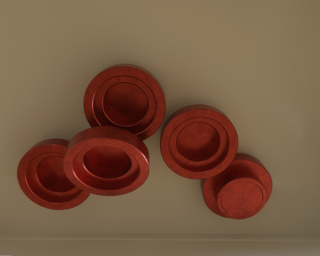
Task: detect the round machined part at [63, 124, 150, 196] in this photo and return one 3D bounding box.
[{"bbox_3d":[-0.062,0.035,0.371,0.099,0.042,0.097,-1,130,-1],"label":"round machined part"}]

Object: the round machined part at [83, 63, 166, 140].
[{"bbox_3d":[-0.042,-0.032,0.390,0.099,0.042,0.097,0,110,-1],"label":"round machined part"}]

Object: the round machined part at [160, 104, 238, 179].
[{"bbox_3d":[0.049,0.015,0.409,0.099,0.042,0.097,0,110,-1],"label":"round machined part"}]

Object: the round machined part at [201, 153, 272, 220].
[{"bbox_3d":[0.109,0.088,0.434,0.099,0.042,0.097,-1,112,-3],"label":"round machined part"}]

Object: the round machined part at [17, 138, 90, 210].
[{"bbox_3d":[-0.136,0.059,0.422,0.099,0.042,0.097,0,110,-1],"label":"round machined part"}]
